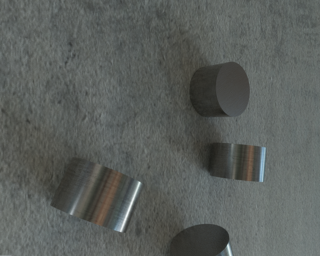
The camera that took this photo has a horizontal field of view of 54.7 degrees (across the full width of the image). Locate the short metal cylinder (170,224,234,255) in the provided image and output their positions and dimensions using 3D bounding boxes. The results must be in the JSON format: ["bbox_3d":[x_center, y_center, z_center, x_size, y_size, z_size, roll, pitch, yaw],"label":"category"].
[{"bbox_3d":[0.059,0.175,0.422,0.081,0.080,0.050,-25,106,-38],"label":"short metal cylinder"}]

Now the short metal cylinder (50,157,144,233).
[{"bbox_3d":[-0.063,0.069,0.318,0.080,0.080,0.050,33,70,-36],"label":"short metal cylinder"}]

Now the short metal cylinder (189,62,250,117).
[{"bbox_3d":[0.091,-0.056,0.467,0.081,0.050,0.079,0,90,-40],"label":"short metal cylinder"}]

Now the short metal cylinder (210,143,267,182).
[{"bbox_3d":[0.118,0.051,0.471,0.081,0.080,0.050,10,84,-40],"label":"short metal cylinder"}]
